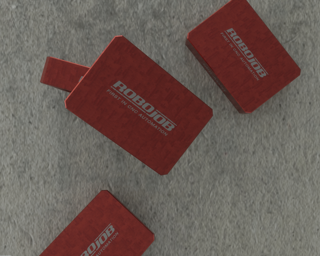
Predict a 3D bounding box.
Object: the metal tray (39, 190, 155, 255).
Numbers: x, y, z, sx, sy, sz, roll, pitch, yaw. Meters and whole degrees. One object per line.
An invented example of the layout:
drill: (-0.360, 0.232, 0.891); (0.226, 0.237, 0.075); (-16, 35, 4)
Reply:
metal tray: (-0.081, 0.154, 0.382); (0.090, 0.030, 0.130); (40, 77, 13)

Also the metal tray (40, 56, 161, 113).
metal tray: (-0.063, -0.047, 0.376); (0.131, 0.090, 0.030); (15, 90, -1)

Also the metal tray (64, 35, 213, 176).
metal tray: (-0.020, -0.022, 0.330); (0.130, 0.030, 0.090); (37, 90, -14)

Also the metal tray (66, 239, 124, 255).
metal tray: (-0.102, 0.209, 0.406); (0.130, 0.030, 0.090); (-42, 91, -1)

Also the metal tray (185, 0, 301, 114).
metal tray: (0.107, -0.094, 0.409); (0.090, 0.030, 0.130); (-38, 91, -1)
